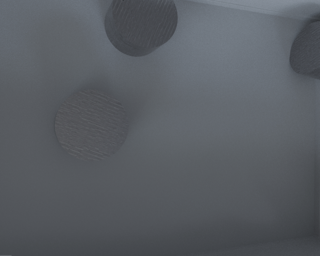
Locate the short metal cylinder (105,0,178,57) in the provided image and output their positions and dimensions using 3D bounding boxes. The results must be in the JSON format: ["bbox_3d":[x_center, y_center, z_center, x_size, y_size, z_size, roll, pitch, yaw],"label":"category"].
[{"bbox_3d":[-0.025,-0.134,0.388,0.081,0.050,0.080,0,90,-20],"label":"short metal cylinder"}]

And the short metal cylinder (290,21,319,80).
[{"bbox_3d":[0.247,-0.115,0.472,0.050,0.080,0.080,11,86,-20],"label":"short metal cylinder"}]

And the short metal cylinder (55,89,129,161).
[{"bbox_3d":[-0.083,-0.003,0.367,0.081,0.050,0.080,0,90,-20],"label":"short metal cylinder"}]
